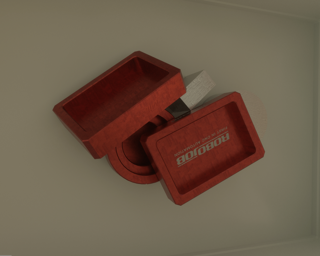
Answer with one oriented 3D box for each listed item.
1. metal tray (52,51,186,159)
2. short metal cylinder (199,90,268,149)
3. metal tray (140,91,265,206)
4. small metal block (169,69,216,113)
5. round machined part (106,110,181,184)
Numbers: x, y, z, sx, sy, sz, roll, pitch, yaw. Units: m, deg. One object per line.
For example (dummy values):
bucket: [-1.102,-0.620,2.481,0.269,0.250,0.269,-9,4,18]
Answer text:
metal tray: [-0.046,-0.033,0.356,0.131,0.090,0.030,-38,135,-17]
short metal cylinder: [0.101,-0.011,0.434,0.081,0.050,0.079,0,90,-21]
metal tray: [0.053,0.022,0.376,0.131,0.030,0.090,-27,99,-14]
small metal block: [0.038,-0.048,0.410,0.050,0.050,0.025,-45,105,-16]
round machined part: [-0.023,0.019,0.394,0.099,0.042,0.097,0,90,-21]
